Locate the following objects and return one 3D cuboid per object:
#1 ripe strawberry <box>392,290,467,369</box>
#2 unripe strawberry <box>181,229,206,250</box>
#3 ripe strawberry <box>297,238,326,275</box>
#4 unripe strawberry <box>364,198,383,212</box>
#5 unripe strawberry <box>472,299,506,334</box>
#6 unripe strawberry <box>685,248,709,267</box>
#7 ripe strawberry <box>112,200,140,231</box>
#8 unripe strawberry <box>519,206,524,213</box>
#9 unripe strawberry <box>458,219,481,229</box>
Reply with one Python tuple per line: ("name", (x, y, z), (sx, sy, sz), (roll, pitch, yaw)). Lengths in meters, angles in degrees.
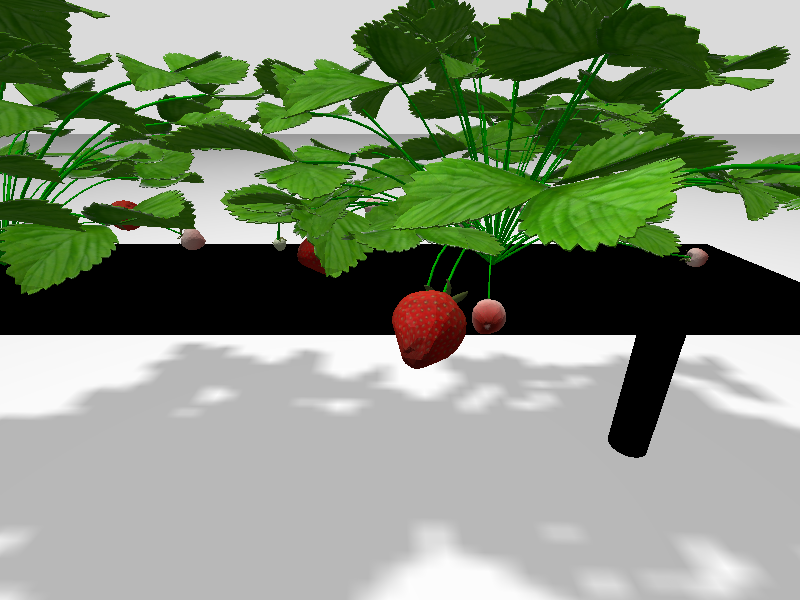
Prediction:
("ripe strawberry", (0.013, 0.017, 0.214), (0.040, 0.042, 0.044), (10, 40, 22))
("unripe strawberry", (-0.212, -0.062, 0.411), (0.022, 0.022, 0.021), (21, 15, -26))
("ripe strawberry", (-0.065, -0.040, 0.336), (0.041, 0.040, 0.045), (-5, 25, -9))
("unripe strawberry", (-0.038, -0.130, 0.554), (0.027, 0.023, 0.027), (-14, 27, -28))
("unripe strawberry", (0.055, 0.012, 0.247), (0.021, 0.022, 0.023), (6, 26, 12))
("unripe strawberry", (0.270, -0.039, 0.364), (0.017, 0.017, 0.016), (1, 24, 1))
("ripe strawberry", (-0.323, -0.101, 0.478), (0.039, 0.035, 0.036), (8, 25, 16))
("unripe strawberry", (0.158, -0.117, 0.518), (0.009, 0.010, 0.010), (10, 26, 21))
("unripe strawberry", (0.081, -0.098, 0.478), (0.031, 0.028, 0.028), (-1, 24, -2))
